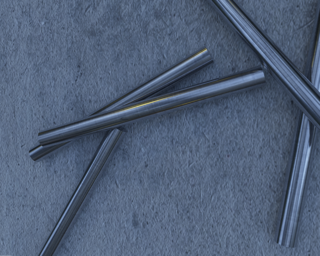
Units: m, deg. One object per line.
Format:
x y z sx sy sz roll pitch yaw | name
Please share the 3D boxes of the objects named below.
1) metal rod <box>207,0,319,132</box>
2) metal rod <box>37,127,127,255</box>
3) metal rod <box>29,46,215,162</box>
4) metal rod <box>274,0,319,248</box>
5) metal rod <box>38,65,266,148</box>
0.111 -0.098 0.352 0.025 0.025 0.299 -39 72 16 | metal rod
-0.131 0.126 0.455 0.025 0.025 0.299 34 101 17 | metal rod
-0.064 -0.025 0.431 0.300 0.025 0.025 -28 81 17 | metal rod
0.168 -0.015 0.349 0.025 0.025 0.298 10 93 19 | metal rod
-0.020 -0.023 0.399 0.301 0.025 0.025 -15 85 12 | metal rod
